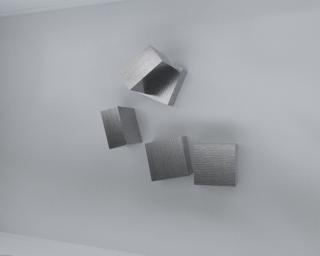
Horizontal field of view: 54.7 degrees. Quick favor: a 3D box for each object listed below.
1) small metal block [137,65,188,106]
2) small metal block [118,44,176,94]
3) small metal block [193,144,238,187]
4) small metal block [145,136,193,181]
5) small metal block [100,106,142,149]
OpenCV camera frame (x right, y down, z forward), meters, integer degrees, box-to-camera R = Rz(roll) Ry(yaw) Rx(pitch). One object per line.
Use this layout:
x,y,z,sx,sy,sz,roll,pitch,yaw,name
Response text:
0.001,-0.062,0.409,0.050,0.025,0.050,25,98,18,small metal block
-0.015,-0.069,0.375,0.050,0.050,0.025,-40,78,15,small metal block
0.070,0.045,0.386,0.050,0.025,0.050,-1,90,19,small metal block
0.012,0.040,0.405,0.050,0.025,0.050,-12,86,19,small metal block
-0.050,0.000,0.414,0.025,0.050,0.050,-16,85,19,small metal block
